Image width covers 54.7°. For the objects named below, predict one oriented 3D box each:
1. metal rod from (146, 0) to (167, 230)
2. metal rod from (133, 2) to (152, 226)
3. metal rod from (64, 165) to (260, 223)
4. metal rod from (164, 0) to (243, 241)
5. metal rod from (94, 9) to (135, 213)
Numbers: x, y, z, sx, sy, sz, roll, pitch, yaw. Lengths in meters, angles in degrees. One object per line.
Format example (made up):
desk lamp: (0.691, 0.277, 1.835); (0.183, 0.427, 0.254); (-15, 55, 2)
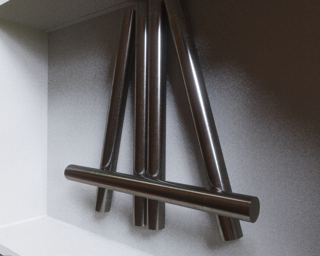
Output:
metal rod: (-0.004, -0.018, 0.409); (0.025, 0.025, 0.298); (1, 91, 40)
metal rod: (-0.023, -0.018, 0.425); (0.025, 0.025, 0.298); (1, 91, 40)
metal rod: (-0.025, 0.074, 0.392); (0.300, 0.025, 0.025); (2, 91, 40)
metal rod: (0.048, -0.023, 0.366); (0.025, 0.025, 0.299); (-20, 77, 38)
metal rod: (-0.065, -0.020, 0.460); (0.025, 0.025, 0.298); (16, 100, 39)
